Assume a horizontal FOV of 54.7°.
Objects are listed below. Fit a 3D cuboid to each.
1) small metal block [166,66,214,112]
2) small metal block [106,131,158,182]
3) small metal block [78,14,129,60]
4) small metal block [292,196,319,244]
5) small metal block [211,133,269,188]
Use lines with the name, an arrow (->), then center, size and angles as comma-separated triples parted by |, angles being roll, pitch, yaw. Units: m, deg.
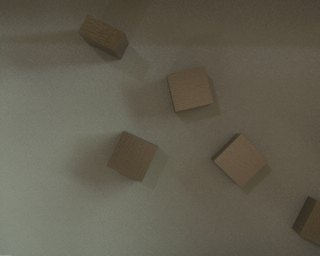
small metal block -> 0.039, -0.051, 0.411 | 0.050, 0.025, 0.050 | -13, 90, 0
small metal block -> -0.036, 0.037, 0.411 | 0.050, 0.025, 0.050 | 25, 90, 0
small metal block -> -0.071, -0.115, 0.398 | 0.050, 0.050, 0.025 | 26, 90, 0
small metal block -> 0.215, 0.127, 0.413 | 0.050, 0.025, 0.050 | 27, 90, 0
small metal block -> 0.105, 0.043, 0.412 | 0.050, 0.025, 0.050 | -45, 90, 0
